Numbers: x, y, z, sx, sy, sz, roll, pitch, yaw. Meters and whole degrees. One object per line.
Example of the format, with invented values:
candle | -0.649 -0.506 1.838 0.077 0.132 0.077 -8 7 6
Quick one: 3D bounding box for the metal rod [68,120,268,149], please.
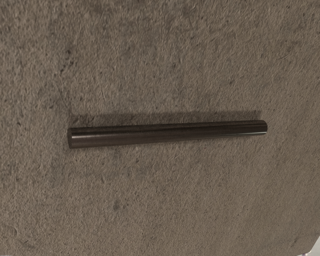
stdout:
metal rod | 0.030 0.006 0.428 0.303 0.025 0.025 -3 120 -28
